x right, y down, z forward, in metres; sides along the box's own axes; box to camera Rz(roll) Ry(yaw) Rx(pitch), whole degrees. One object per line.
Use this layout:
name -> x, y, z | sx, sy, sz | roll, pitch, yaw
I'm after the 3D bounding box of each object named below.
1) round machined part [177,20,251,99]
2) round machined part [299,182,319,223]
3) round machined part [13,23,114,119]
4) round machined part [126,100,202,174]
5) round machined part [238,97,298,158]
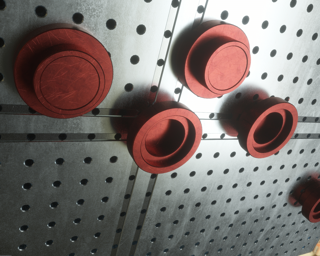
round machined part -> 0.074, -0.081, 0.390 | 0.099, 0.042, 0.097 | -14, 124, -21
round machined part -> 0.352, 0.159, 0.689 | 0.099, 0.042, 0.097 | -14, 124, -21
round machined part -> -0.095, -0.052, 0.316 | 0.099, 0.042, 0.097 | -14, 124, -21
round machined part -> 0.002, 0.008, 0.406 | 0.099, 0.042, 0.097 | -14, 124, -21
round machined part -> 0.162, -0.004, 0.485 | 0.099, 0.042, 0.097 | -14, 124, -21
